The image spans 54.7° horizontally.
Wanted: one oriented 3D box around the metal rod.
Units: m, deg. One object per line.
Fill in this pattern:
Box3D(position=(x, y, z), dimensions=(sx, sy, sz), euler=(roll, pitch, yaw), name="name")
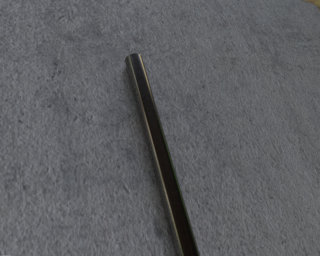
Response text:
Box3D(position=(0.000, 0.033, 0.385), dimensions=(0.025, 0.025, 0.299), euler=(-2, 63, -30), name="metal rod")
